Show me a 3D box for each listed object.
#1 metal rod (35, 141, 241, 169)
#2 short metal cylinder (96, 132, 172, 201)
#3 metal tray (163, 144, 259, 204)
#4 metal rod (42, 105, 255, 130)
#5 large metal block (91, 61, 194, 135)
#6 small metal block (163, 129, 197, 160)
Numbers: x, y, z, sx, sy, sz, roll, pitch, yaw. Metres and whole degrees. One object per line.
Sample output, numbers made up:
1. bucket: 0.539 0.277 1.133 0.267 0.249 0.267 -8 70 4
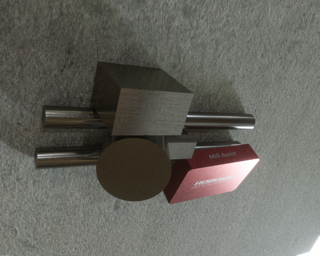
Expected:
1. metal rod: -0.009 0.034 0.426 0.303 0.025 0.025 0 119 -29
2. short metal cylinder: -0.029 0.036 0.354 0.081 0.050 0.079 -1 114 -2
3. metal tray: 0.077 0.070 0.474 0.131 0.030 0.089 -5 138 -28
4. metal rod: 0.007 -0.011 0.407 0.303 0.025 0.025 1 118 -29
5. large metal block: -0.023 -0.033 0.342 0.081 0.080 0.050 1 118 -29
6. small metal block: 0.012 0.017 0.411 0.050 0.050 0.025 1 118 -29
